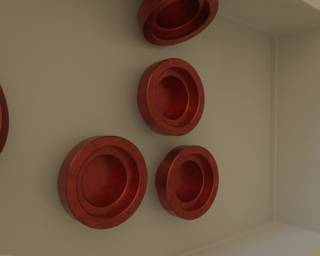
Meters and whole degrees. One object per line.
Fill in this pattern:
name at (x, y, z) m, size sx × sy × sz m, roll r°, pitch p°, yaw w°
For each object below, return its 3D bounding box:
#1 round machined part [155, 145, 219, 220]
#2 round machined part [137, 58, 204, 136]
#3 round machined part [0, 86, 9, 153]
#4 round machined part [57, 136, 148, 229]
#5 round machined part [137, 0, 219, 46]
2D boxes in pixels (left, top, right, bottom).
round machined part at (0.032, 0.072, 0.423) m, size 0.099 × 0.042 × 0.097 m, roll 0°, pitch 90°, yaw -40°
round machined part at (0.010, -0.039, 0.403) m, size 0.099 × 0.042 × 0.097 m, roll 0°, pitch 90°, yaw -40°
round machined part at (-0.165, -0.013, 0.235) m, size 0.098 × 0.042 × 0.097 m, roll -10°, pitch 91°, yaw -82°
round machined part at (-0.065, 0.057, 0.341) m, size 0.099 × 0.042 × 0.097 m, roll 0°, pitch 90°, yaw -40°
round machined part at (0.018, -0.149, 0.382) m, size 0.099 × 0.098 × 0.042 m, roll -5°, pitch 67°, yaw -40°
